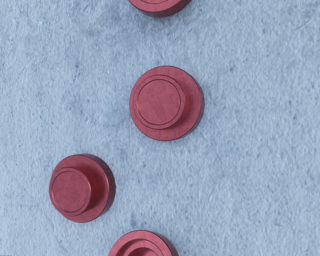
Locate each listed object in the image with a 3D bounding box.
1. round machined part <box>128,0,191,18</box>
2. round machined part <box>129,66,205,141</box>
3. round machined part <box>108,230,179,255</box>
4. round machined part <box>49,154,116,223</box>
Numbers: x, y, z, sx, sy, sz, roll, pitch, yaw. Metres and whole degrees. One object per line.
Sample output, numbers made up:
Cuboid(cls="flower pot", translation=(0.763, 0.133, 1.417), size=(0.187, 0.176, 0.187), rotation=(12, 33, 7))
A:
Cuboid(cls="round machined part", translation=(0.004, -0.190, 0.398), size=(0.098, 0.042, 0.097), rotation=(0, 90, 19))
Cuboid(cls="round machined part", translation=(0.005, -0.032, 0.398), size=(0.098, 0.042, 0.097), rotation=(0, 90, 19))
Cuboid(cls="round machined part", translation=(-0.018, 0.182, 0.394), size=(0.098, 0.042, 0.098), rotation=(-10, 65, 22))
Cuboid(cls="round machined part", translation=(-0.117, 0.087, 0.440), size=(0.098, 0.042, 0.097), rotation=(0, 90, 19))
